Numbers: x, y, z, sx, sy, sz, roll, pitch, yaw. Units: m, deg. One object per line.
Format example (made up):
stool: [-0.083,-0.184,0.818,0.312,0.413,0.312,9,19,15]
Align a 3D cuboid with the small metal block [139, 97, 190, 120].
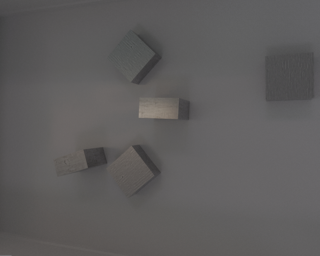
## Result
small metal block: [0.007,-0.024,0.395,0.050,0.050,0.025,3,91,20]

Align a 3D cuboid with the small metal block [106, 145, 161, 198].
small metal block: [-0.036,0.058,0.423,0.050,0.025,0.050,-42,77,15]

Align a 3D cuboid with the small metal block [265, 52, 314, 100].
small metal block: [0.149,-0.058,0.358,0.050,0.025,0.050,-1,90,20]

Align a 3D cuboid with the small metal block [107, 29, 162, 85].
small metal block: [-0.035,-0.096,0.423,0.050,0.025,0.050,46,104,14]

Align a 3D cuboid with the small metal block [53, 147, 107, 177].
small metal block: [-0.111,0.047,0.436,0.050,0.050,0.025,-18,84,19]
